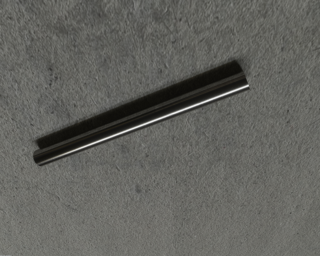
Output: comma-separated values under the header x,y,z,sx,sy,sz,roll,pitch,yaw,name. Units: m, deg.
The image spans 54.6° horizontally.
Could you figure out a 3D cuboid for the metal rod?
x,y,z,sx,sy,sz,roll,pitch,yaw,name
-0.036,-0.007,0.400,0.300,0.025,0.025,-20,127,16,metal rod
